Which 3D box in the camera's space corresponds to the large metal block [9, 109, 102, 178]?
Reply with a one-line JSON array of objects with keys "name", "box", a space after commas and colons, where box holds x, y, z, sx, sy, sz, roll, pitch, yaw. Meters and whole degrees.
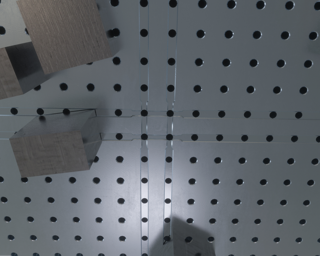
[{"name": "large metal block", "box": [-0.125, 0.016, 0.389, 0.080, 0.080, 0.050, -7, 110, 2]}]

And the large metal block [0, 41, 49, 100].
[{"name": "large metal block", "box": [-0.189, -0.064, 0.359, 0.080, 0.080, 0.050, -12, 110, 4]}]

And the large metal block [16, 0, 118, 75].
[{"name": "large metal block", "box": [-0.101, -0.114, 0.357, 0.080, 0.050, 0.080, -14, 110, 5]}]

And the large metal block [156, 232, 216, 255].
[{"name": "large metal block", "box": [0.034, 0.224, 0.483, 0.080, 0.050, 0.080, 29, 107, -10]}]
